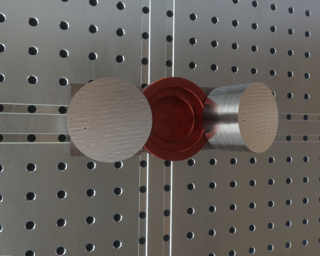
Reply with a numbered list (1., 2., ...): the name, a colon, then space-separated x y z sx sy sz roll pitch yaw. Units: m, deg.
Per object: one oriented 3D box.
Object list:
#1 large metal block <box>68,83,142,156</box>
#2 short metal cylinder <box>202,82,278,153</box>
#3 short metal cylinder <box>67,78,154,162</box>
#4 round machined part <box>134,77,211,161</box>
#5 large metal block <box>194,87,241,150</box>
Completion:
1. large metal block: -0.068 -0.009 0.374 0.081 0.050 0.080 1 90 -20
2. short metal cylinder: 0.096 -0.012 0.368 0.081 0.050 0.080 0 90 -40
3. short metal cylinder: -0.047 -0.008 0.315 0.080 0.050 0.079 0 91 1
4. round machined part: 0.011 -0.011 0.376 0.099 0.042 0.097 0 90 -20
5. large metal block: 0.073 -0.013 0.426 0.081 0.050 0.080 -1 91 -20
